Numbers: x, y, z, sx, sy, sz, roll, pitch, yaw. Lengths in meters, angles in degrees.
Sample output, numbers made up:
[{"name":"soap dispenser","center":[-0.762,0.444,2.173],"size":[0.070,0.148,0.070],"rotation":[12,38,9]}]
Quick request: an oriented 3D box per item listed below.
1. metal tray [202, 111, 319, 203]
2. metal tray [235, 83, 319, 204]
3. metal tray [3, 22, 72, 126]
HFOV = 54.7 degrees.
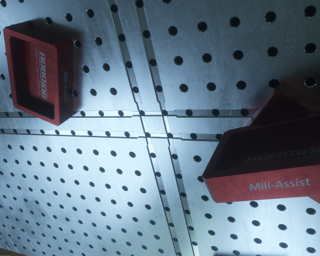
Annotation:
[{"name":"metal tray","center":[0.113,0.024,0.284],"size":[0.130,0.090,0.030],"rotation":[-14,111,33]},{"name":"metal tray","center":[0.160,0.022,0.337],"size":[0.130,0.030,0.089],"rotation":[32,128,7]},{"name":"metal tray","center":[-0.174,-0.075,0.450],"size":[0.090,0.030,0.129],"rotation":[22,127,14]}]
